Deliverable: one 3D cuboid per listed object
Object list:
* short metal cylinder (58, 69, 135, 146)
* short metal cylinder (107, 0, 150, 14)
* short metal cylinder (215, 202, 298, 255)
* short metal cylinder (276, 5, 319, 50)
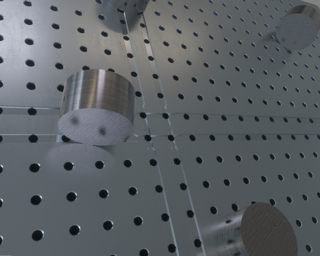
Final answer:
[{"bbox_3d":[-0.069,-0.021,0.348,0.081,0.080,0.050,12,57,-22],"label":"short metal cylinder"},{"bbox_3d":[-0.049,-0.237,0.510,0.081,0.050,0.080,14,56,-21],"label":"short metal cylinder"},{"bbox_3d":[0.114,0.135,0.371,0.081,0.050,0.080,14,56,-21],"label":"short metal cylinder"},{"bbox_3d":[0.297,-0.214,0.663,0.080,0.080,0.050,41,51,-1],"label":"short metal cylinder"}]
